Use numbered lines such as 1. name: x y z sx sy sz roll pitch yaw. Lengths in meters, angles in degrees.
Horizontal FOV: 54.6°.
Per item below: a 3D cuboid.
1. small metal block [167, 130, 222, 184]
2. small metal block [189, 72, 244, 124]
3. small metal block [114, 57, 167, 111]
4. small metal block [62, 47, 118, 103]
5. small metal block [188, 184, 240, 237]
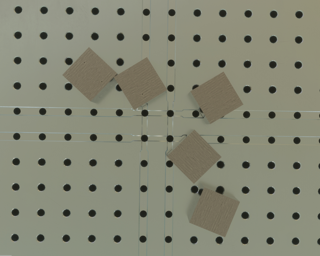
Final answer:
1. small metal block: 0.044 0.037 0.414 0.050 0.025 0.050 -45 90 0
2. small metal block: 0.074 -0.039 0.414 0.050 0.025 0.050 -31 90 0
3. small metal block: -0.025 -0.058 0.413 0.050 0.025 0.050 -31 90 0
4. small metal block: -0.091 -0.070 0.413 0.050 0.025 0.050 43 90 0
5. small metal block: 0.071 0.109 0.414 0.050 0.025 0.050 23 90 0
